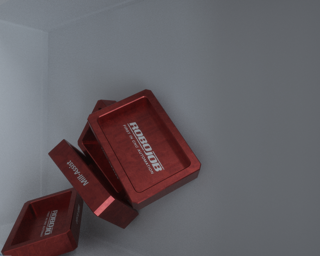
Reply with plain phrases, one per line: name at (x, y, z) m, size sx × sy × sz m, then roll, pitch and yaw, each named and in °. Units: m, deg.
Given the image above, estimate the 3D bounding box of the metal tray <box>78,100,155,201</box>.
metal tray at (-0.064, 0.030, 0.456) m, size 0.130 × 0.030 × 0.089 m, roll 46°, pitch 118°, yaw 30°

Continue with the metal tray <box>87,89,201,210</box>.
metal tray at (-0.021, 0.022, 0.384) m, size 0.130 × 0.091 × 0.030 m, roll 57°, pitch 164°, yaw 24°

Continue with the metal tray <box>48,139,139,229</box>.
metal tray at (-0.094, 0.079, 0.441) m, size 0.030 × 0.090 × 0.130 m, roll -45°, pitch 57°, yaw -8°

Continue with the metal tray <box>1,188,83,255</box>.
metal tray at (-0.166, 0.141, 0.460) m, size 0.130 × 0.091 × 0.030 m, roll -121°, pitch 16°, yaw -71°
